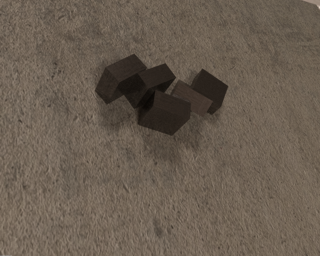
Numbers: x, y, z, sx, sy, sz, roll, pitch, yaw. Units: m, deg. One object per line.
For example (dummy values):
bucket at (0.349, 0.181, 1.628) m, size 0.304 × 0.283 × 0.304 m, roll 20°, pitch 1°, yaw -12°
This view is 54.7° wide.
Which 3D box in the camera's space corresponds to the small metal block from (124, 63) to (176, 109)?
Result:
small metal block at (-0.014, -0.056, 0.416) m, size 0.050 × 0.050 × 0.025 m, roll -28°, pitch 78°, yaw -37°

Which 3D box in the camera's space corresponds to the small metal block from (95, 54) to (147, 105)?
small metal block at (-0.051, -0.063, 0.400) m, size 0.025 × 0.050 × 0.050 m, roll 49°, pitch 51°, yaw 5°

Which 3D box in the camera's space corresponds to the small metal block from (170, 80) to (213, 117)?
small metal block at (0.042, -0.042, 0.429) m, size 0.050 × 0.025 × 0.050 m, roll 29°, pitch 13°, yaw -5°

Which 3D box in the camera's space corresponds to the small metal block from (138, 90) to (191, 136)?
small metal block at (0.005, -0.018, 0.403) m, size 0.050 × 0.050 × 0.025 m, roll 18°, pitch 56°, yaw -18°

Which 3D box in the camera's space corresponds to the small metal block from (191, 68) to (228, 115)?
small metal block at (0.073, -0.056, 0.480) m, size 0.050 × 0.025 × 0.050 m, roll 33°, pitch 51°, yaw -8°
